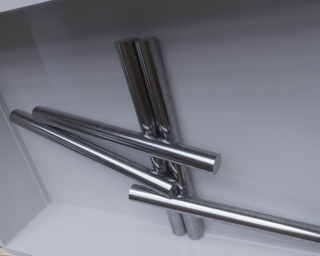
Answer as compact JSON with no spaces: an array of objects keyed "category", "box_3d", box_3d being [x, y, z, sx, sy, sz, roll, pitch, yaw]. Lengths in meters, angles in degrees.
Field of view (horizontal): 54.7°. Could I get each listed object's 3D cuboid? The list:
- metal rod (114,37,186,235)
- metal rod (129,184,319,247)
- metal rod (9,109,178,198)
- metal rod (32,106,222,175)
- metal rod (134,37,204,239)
[{"category":"metal rod","box_3d":[-0.005,0.028,0.423,0.025,0.025,0.298,-1,118,28]},{"category":"metal rod","box_3d":[0.103,0.116,0.401,0.301,0.025,0.025,10,123,16]},{"category":"metal rod","box_3d":[-0.113,0.030,0.467,0.301,0.025,0.025,21,127,21]},{"category":"metal rod","box_3d":[-0.064,0.009,0.419,0.300,0.025,0.025,14,125,28]},{"category":"metal rod","box_3d":[0.019,0.031,0.413,0.025,0.025,0.298,-1,118,28]}]
